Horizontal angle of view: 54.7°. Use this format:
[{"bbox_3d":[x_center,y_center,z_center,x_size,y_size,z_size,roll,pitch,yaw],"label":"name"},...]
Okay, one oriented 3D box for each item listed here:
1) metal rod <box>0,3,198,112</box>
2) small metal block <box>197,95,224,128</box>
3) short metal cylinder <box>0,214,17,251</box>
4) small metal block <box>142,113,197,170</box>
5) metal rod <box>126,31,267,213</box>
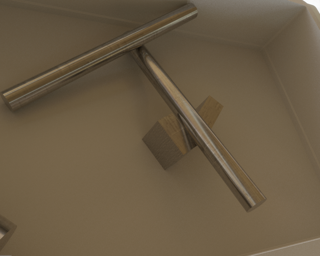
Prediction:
[{"bbox_3d":[-0.058,-0.105,0.407,0.302,0.025,0.025,-36,82,-29],"label":"metal rod"},{"bbox_3d":[0.056,-0.010,0.428,0.025,0.050,0.050,38,51,-3],"label":"small metal block"},{"bbox_3d":[-0.156,0.093,0.230,0.050,0.080,0.080,37,51,-4],"label":"short metal cylinder"},{"bbox_3d":[0.010,0.018,0.386,0.025,0.050,0.050,-30,79,-37],"label":"small metal block"},{"bbox_3d":[0.026,-0.028,0.392,0.025,0.025,0.300,-13,54,-34],"label":"metal rod"}]
